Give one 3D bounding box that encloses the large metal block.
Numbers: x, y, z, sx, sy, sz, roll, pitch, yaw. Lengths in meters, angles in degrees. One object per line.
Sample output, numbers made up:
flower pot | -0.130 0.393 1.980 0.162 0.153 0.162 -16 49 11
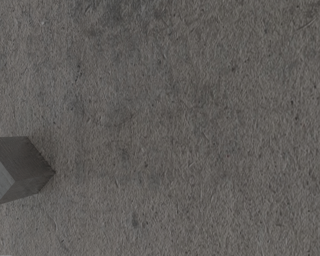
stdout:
large metal block | -0.218 0.059 0.457 0.080 0.080 0.050 47 105 14
